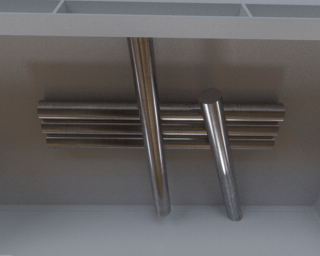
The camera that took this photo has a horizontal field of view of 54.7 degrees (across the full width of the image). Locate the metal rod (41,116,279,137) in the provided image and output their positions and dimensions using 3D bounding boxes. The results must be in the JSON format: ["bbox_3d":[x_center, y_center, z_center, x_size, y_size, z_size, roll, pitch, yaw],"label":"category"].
[{"bbox_3d":[0.001,-0.002,0.405,0.302,0.025,0.025,1,130,-1],"label":"metal rod"}]

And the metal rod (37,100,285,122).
[{"bbox_3d":[0.003,-0.021,0.389,0.302,0.025,0.025,1,130,-1],"label":"metal rod"}]

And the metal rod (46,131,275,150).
[{"bbox_3d":[0.002,0.017,0.422,0.302,0.025,0.025,1,130,-1],"label":"metal rod"}]

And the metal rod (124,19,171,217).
[{"bbox_3d":[-0.008,0.015,0.387,0.025,0.025,0.298,-4,130,3],"label":"metal rod"}]

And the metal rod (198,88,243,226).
[{"bbox_3d":[0.093,0.063,0.436,0.025,0.025,0.299,-12,136,10],"label":"metal rod"}]
